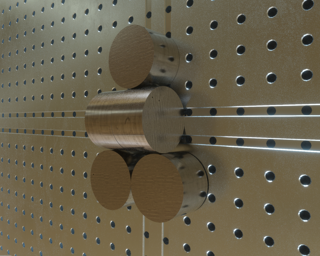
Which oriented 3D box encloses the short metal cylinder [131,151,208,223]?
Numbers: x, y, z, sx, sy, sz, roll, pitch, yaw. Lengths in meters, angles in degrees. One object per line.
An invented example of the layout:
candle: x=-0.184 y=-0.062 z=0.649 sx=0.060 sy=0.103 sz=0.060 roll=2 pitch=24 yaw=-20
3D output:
short metal cylinder: x=0.011 y=0.070 z=0.381 sx=0.080 sy=0.050 sz=0.079 roll=0 pitch=90 yaw=39

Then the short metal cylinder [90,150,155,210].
short metal cylinder: x=-0.051 y=0.069 z=0.432 sx=0.080 sy=0.050 sz=0.079 roll=0 pitch=90 yaw=39

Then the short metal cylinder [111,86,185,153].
short metal cylinder: x=-0.013 y=-0.010 z=0.383 sx=0.050 sy=0.081 sz=0.079 roll=1 pitch=91 yaw=40

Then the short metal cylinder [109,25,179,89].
short metal cylinder: x=-0.022 y=-0.090 z=0.409 sx=0.080 sy=0.050 sz=0.079 roll=0 pitch=90 yaw=39

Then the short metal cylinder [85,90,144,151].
short metal cylinder: x=-0.052 y=-0.010 z=0.415 sx=0.050 sy=0.081 sz=0.079 roll=1 pitch=91 yaw=40
